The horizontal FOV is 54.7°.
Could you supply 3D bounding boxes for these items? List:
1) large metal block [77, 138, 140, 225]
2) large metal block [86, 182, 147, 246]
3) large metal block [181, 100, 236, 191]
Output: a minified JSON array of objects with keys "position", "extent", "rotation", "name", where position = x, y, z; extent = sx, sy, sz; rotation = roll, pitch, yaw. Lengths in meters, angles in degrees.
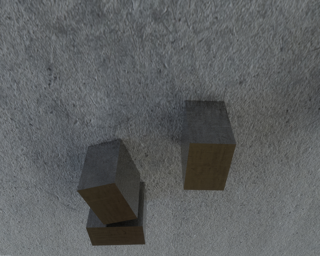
[{"position":[-0.067,0.075,0.434],"extent":[0.050,0.080,0.080],"rotation":[-14,129,11],"name":"large metal block"},{"position":[-0.064,0.133,0.483],"extent":[0.080,0.080,0.050],"rotation":[-2,130,1],"name":"large metal block"},{"position":[0.056,0.021,0.390],"extent":[0.050,0.080,0.079],"rotation":[1,130,-1],"name":"large metal block"}]
